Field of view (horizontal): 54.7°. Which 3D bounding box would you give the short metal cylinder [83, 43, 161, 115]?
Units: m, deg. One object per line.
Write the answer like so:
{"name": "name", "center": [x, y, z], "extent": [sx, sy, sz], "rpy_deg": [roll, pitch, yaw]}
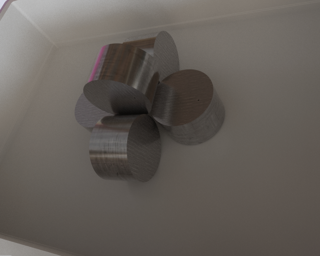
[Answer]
{"name": "short metal cylinder", "center": [-0.044, -0.054, 0.367], "extent": [0.080, 0.080, 0.050], "rpy_deg": [-1, 61, 28]}

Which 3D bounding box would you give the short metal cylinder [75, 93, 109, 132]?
{"name": "short metal cylinder", "center": [-0.072, -0.024, 0.440], "extent": [0.080, 0.050, 0.080], "rpy_deg": [-13, 56, 21]}

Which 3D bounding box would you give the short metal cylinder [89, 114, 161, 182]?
{"name": "short metal cylinder", "center": [-0.039, 0.024, 0.374], "extent": [0.050, 0.080, 0.080], "rpy_deg": [-1, 61, 27]}

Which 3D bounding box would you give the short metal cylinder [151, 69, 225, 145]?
{"name": "short metal cylinder", "center": [0.034, -0.025, 0.384], "extent": [0.080, 0.050, 0.080], "rpy_deg": [-13, 56, 21]}

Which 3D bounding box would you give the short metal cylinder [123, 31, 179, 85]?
{"name": "short metal cylinder", "center": [-0.012, -0.090, 0.429], "extent": [0.050, 0.080, 0.080], "rpy_deg": [-1, 61, 27]}
